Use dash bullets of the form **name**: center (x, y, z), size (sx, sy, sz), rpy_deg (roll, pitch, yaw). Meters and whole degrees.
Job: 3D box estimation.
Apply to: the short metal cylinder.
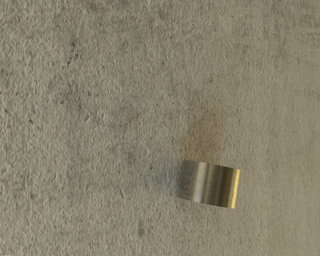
- **short metal cylinder**: center (0.066, 0.076, 0.423), size (0.080, 0.080, 0.050), rpy_deg (18, 79, -39)
